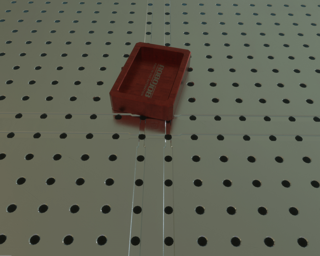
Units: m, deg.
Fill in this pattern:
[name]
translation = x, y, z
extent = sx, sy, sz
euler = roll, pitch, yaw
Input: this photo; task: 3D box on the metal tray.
[metal tray]
translation = -0.010, -0.075, 0.466
extent = 0.090, 0.030, 0.130
euler = 12, 51, 9
